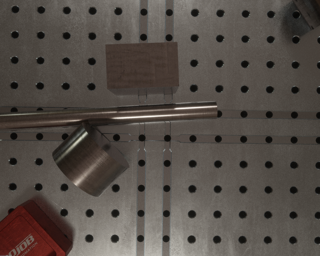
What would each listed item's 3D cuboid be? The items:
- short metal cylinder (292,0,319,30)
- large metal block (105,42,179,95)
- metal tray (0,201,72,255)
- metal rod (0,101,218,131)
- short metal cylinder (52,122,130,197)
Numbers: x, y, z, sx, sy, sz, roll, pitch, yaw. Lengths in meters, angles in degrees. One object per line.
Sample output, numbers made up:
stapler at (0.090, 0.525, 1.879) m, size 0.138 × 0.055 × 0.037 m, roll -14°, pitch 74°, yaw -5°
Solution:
short metal cylinder at (0.216, -0.168, 0.389) m, size 0.080 × 0.080 × 0.050 m, roll -33°, pitch 90°, yaw 0°
large metal block at (-0.020, -0.070, 0.386) m, size 0.081 × 0.080 × 0.050 m, roll -2°, pitch 90°, yaw -1°
metal tray at (-0.195, 0.172, 0.408) m, size 0.130 × 0.030 × 0.090 m, roll -42°, pitch 91°, yaw -1°
metal rod at (-0.076, -0.015, 0.412) m, size 0.302 × 0.025 × 0.025 m, roll -3°, pitch 90°, yaw -1°
short metal cylinder at (-0.084, 0.039, 0.385) m, size 0.080 × 0.080 × 0.050 m, roll 45°, pitch 90°, yaw -1°
